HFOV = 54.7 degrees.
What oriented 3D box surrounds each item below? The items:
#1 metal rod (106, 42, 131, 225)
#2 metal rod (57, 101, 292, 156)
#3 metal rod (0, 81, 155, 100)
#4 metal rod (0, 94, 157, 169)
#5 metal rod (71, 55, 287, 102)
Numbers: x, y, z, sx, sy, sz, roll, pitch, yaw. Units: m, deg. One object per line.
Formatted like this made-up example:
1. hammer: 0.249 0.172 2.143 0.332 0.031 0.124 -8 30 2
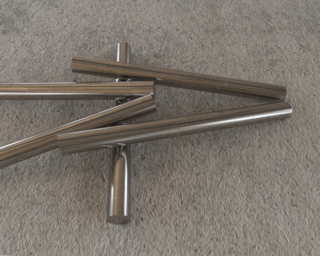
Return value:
1. metal rod: -0.052 -0.019 0.419 0.025 0.025 0.300 -2 50 -2
2. metal rod: 0.031 -0.003 0.387 0.302 0.025 0.025 -9 50 -16
3. metal rod: -0.157 -0.051 0.427 0.302 0.025 0.025 1 50 7
4. metal rod: -0.148 0.021 0.367 0.302 0.025 0.025 -21 53 -10
5. metal rod: 0.028 -0.070 0.442 0.302 0.025 0.025 8 50 -2
